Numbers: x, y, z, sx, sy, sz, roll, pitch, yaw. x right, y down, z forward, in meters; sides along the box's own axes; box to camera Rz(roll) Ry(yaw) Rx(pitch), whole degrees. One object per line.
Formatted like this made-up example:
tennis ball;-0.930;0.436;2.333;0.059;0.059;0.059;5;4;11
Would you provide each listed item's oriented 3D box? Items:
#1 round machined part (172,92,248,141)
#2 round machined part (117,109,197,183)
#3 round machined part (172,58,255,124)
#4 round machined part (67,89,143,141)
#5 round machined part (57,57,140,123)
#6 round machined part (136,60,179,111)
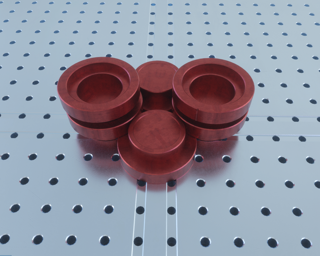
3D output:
round machined part;0.065;-0.022;0.414;0.099;0.042;0.098;0;50;0
round machined part;-0.004;0.015;0.383;0.099;0.042;0.098;0;50;0
round machined part;0.064;-0.041;0.389;0.099;0.042;0.098;0;50;0
round machined part;-0.072;-0.022;0.414;0.099;0.042;0.098;0;50;0
round machined part;-0.074;-0.043;0.390;0.099;0.042;0.098;0;50;0
round machined part;-0.003;-0.060;0.447;0.099;0.042;0.098;0;50;0
